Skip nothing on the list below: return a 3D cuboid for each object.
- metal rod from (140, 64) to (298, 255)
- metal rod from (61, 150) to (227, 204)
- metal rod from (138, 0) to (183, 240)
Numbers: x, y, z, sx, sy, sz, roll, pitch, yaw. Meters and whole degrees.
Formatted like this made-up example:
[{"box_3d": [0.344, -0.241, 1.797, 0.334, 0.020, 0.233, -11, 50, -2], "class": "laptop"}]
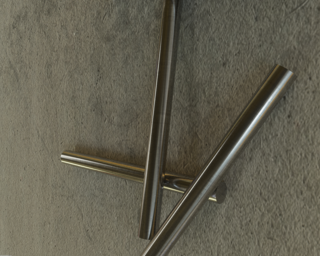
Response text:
[{"box_3d": [0.044, 0.066, 0.335, 0.025, 0.025, 0.299, 41, 104, 32], "class": "metal rod"}, {"box_3d": [-0.046, 0.062, 0.443, 0.300, 0.025, 0.025, 6, 94, 39], "class": "metal rod"}, {"box_3d": [0.001, -0.017, 0.382, 0.025, 0.025, 0.298, 3, 85, 40], "class": "metal rod"}]
